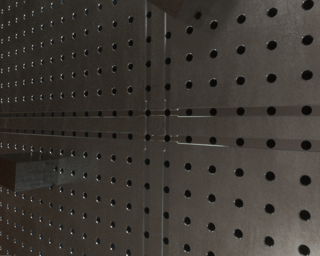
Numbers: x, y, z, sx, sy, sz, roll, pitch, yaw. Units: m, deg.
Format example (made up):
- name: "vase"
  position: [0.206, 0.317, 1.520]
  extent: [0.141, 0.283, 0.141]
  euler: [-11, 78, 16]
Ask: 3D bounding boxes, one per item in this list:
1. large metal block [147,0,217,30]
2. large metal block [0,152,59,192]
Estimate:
- name: "large metal block"
  position: [0.027, -0.177, 0.369]
  extent: [0.080, 0.050, 0.080]
  euler: [44, 116, 30]
- name: "large metal block"
  position: [-0.247, 0.078, 0.573]
  extent: [0.080, 0.081, 0.050]
  euler: [9, 96, 39]
